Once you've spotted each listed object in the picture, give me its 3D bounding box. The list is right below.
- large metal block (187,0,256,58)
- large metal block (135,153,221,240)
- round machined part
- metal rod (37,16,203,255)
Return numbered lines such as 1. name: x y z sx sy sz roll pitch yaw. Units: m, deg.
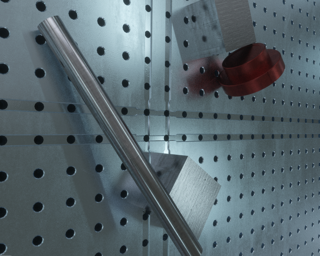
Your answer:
1. large metal block: 0.096 -0.158 0.473 0.081 0.050 0.080 -26 107 -37
2. large metal block: 0.027 0.090 0.415 0.080 0.050 0.080 43 64 -32
3. round machined part: 0.135 -0.094 0.474 0.098 0.098 0.042 -49 119 -29
4. metal rod: -0.037 0.019 0.337 0.025 0.025 0.299 -37 100 -34
